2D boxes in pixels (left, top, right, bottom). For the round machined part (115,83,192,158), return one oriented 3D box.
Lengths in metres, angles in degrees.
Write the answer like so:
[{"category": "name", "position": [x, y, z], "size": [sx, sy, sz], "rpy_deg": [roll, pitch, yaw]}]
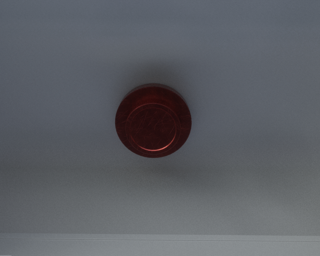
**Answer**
[{"category": "round machined part", "position": [-0.008, -0.005, 0.397], "size": [0.099, 0.042, 0.097], "rpy_deg": [0, 110, 0]}]
